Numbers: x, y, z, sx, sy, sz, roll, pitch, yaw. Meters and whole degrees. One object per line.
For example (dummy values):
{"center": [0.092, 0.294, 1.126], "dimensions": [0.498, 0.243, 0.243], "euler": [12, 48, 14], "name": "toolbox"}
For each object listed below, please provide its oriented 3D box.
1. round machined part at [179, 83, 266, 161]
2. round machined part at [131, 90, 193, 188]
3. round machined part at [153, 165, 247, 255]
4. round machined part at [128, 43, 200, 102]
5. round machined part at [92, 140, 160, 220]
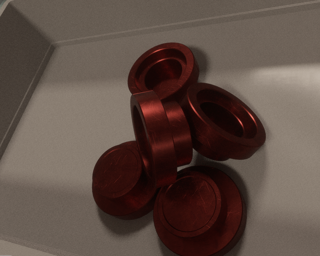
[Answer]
{"center": [0.062, -0.002, 0.339], "dimensions": [0.042, 0.099, 0.098], "euler": [-57, 42, 34], "name": "round machined part"}
{"center": [0.002, 0.009, 0.318], "dimensions": [0.042, 0.097, 0.098], "euler": [-13, 52, -12], "name": "round machined part"}
{"center": [0.037, 0.084, 0.323], "dimensions": [0.098, 0.042, 0.098], "euler": [-13, 56, 20], "name": "round machined part"}
{"center": [0.008, -0.068, 0.431], "dimensions": [0.098, 0.042, 0.098], "euler": [-13, 56, 20], "name": "round machined part"}
{"center": [-0.043, 0.059, 0.380], "dimensions": [0.098, 0.042, 0.098], "euler": [-13, 56, 20], "name": "round machined part"}
